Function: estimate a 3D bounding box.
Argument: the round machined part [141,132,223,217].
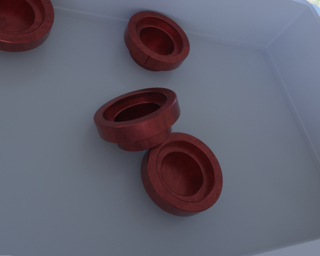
[{"bbox_3d":[0.022,0.058,0.371,0.099,0.042,0.098,14,56,-21],"label":"round machined part"}]

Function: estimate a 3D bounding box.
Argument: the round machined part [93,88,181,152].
[{"bbox_3d":[-0.024,-0.008,0.364,0.099,0.098,0.042,-40,126,-39],"label":"round machined part"}]

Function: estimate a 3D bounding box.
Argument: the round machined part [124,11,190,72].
[{"bbox_3d":[-0.008,-0.124,0.466,0.099,0.042,0.098,14,56,-21],"label":"round machined part"}]

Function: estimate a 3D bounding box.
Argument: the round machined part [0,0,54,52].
[{"bbox_3d":[-0.182,-0.134,0.372,0.099,0.042,0.098,11,67,-26],"label":"round machined part"}]
